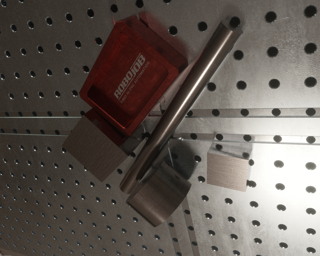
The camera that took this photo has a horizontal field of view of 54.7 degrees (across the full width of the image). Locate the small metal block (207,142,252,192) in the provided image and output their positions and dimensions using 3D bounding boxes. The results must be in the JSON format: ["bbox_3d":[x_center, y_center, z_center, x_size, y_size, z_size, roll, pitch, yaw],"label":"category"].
[{"bbox_3d":[0.088,0.049,0.395,0.050,0.025,0.050,9,123,23],"label":"small metal block"}]

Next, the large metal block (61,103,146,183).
[{"bbox_3d":[-0.082,0.020,0.449,0.080,0.050,0.080,43,129,-2],"label":"large metal block"}]

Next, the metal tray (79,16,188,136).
[{"bbox_3d":[-0.038,-0.060,0.389,0.090,0.030,0.129,41,129,0],"label":"metal tray"}]

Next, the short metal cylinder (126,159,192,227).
[{"bbox_3d":[-0.002,0.089,0.431,0.050,0.080,0.080,42,129,-1],"label":"short metal cylinder"}]

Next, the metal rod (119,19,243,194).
[{"bbox_3d":[0.010,-0.003,0.402,0.025,0.025,0.298,36,129,4],"label":"metal rod"}]
